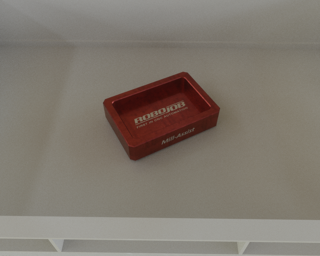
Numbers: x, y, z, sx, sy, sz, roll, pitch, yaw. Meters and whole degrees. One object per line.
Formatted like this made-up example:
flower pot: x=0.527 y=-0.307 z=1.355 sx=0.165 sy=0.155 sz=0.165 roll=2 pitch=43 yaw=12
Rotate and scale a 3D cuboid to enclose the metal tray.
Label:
metal tray: x=0.002 y=-0.021 z=0.415 sx=0.131 sy=0.030 sz=0.090 roll=-22 pitch=54 yaw=-18
